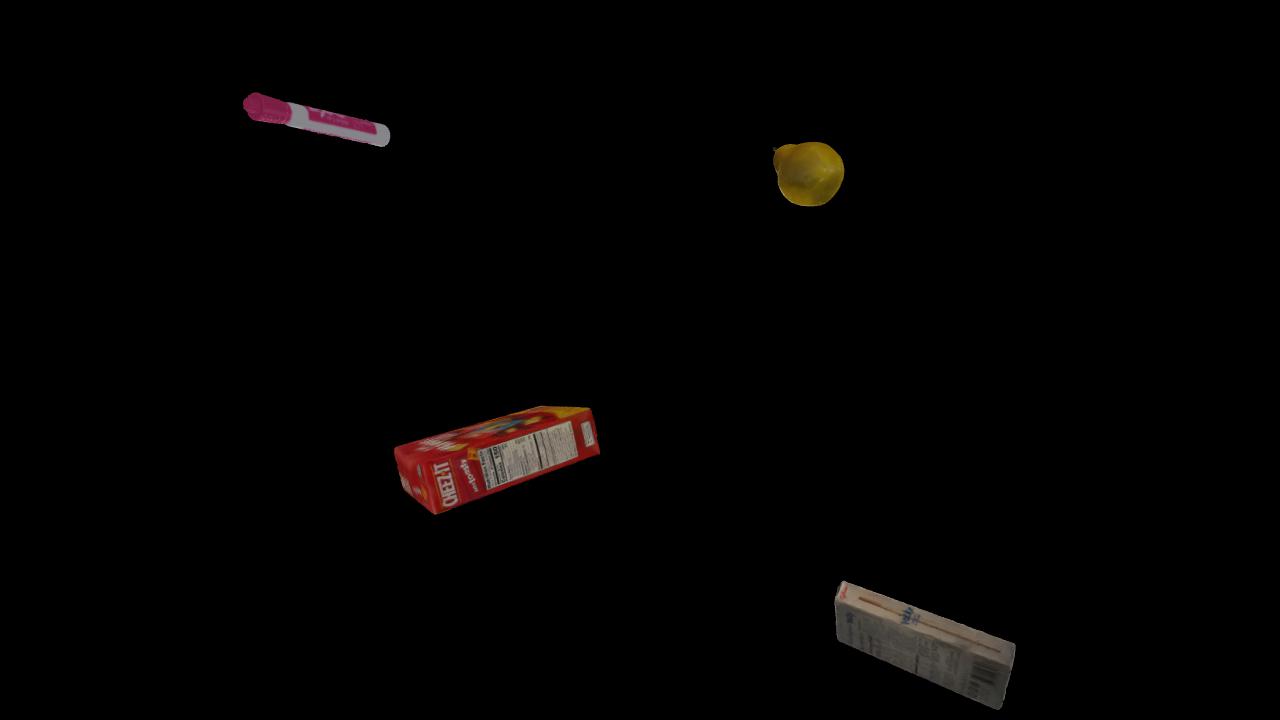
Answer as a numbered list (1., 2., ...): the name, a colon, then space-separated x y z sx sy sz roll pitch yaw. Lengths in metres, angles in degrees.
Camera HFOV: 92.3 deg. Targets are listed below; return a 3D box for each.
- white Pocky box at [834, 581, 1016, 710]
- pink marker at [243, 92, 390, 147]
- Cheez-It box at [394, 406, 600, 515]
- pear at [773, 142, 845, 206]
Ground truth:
1. white Pocky box: 0.268 0.273 0.593 0.154 0.084 0.028 12 45 33
2. pink marker: -0.247 -0.185 0.478 0.020 0.020 0.121 0 9 24
3. Cheez-It box: -0.188 0.119 0.804 0.223 0.071 0.166 -15 6 -32
4. pear: 0.192 -0.238 0.748 0.080 0.080 0.111 0 41 -50
